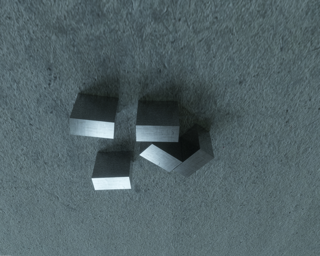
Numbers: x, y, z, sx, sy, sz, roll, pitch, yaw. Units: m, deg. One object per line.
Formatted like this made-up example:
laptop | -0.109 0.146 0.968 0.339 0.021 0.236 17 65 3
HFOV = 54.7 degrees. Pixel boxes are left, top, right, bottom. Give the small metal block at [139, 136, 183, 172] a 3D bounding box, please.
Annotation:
small metal block | 0.002 0.023 0.410 0.050 0.050 0.025 33 123 -25

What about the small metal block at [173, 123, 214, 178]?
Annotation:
small metal block | 0.043 0.030 0.417 0.025 0.050 0.050 32 123 -25

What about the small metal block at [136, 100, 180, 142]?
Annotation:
small metal block | -0.003 -0.009 0.383 0.050 0.050 0.025 1 130 -1

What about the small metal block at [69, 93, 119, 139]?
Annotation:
small metal block | -0.079 -0.015 0.377 0.050 0.050 0.025 6 130 -5

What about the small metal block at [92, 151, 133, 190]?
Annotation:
small metal block | -0.066 0.060 0.441 0.050 0.050 0.025 -2 130 2
